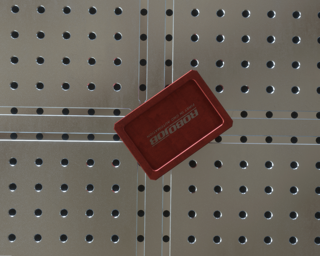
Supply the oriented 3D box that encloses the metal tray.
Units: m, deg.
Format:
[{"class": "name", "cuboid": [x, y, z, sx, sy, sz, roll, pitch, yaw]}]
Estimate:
[{"class": "metal tray", "cuboid": [0.017, -0.004, 0.411, 0.130, 0.030, 0.090, -35, 90, -1]}]
